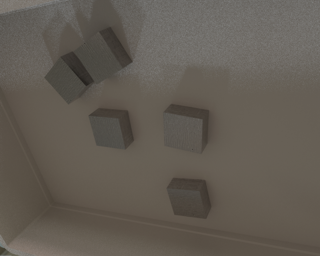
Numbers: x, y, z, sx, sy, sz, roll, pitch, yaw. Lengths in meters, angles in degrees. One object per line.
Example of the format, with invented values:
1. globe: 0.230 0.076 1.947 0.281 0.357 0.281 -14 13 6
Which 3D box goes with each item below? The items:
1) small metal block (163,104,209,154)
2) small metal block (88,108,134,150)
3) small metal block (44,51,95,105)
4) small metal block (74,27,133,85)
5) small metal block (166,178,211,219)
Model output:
1. small metal block: 0.033 0.001 0.392 0.050 0.025 0.050 11 123 22
2. small metal block: -0.070 0.001 0.446 0.050 0.025 0.050 6 121 25
3. small metal block: -0.125 -0.069 0.432 0.050 0.025 0.050 -35 99 38
4. small metal block: -0.071 -0.090 0.391 0.050 0.025 0.050 -23 106 36
5. small metal block: 0.043 0.101 0.449 0.050 0.025 0.050 -1 118 29
